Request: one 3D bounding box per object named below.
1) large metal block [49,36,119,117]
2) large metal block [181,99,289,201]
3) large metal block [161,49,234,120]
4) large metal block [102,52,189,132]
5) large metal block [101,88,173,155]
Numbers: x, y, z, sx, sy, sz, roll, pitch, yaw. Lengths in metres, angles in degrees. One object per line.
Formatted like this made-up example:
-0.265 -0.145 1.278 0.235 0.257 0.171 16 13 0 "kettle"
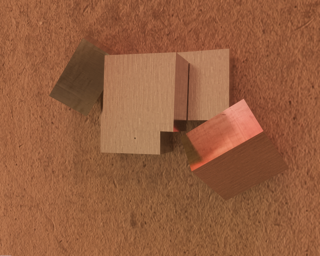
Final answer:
-0.095 -0.071 0.406 0.050 0.080 0.080 31 102 -17 "large metal block"
0.083 0.027 0.344 0.080 0.080 0.050 -33 42 17 "large metal block"
0.047 -0.049 0.380 0.080 0.050 0.079 0 90 19 "large metal block"
-0.015 -0.038 0.346 0.080 0.050 0.079 2 91 19 "large metal block"
-0.029 -0.009 0.404 0.080 0.050 0.079 0 90 19 "large metal block"
